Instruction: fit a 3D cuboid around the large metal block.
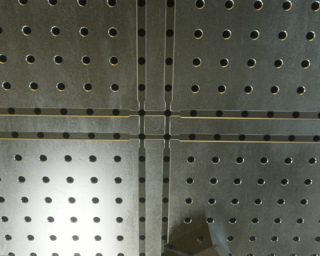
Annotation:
[{"bbox_3d":[0.062,0.209,0.478,0.080,0.050,0.080,-30,108,10],"label":"large metal block"}]
